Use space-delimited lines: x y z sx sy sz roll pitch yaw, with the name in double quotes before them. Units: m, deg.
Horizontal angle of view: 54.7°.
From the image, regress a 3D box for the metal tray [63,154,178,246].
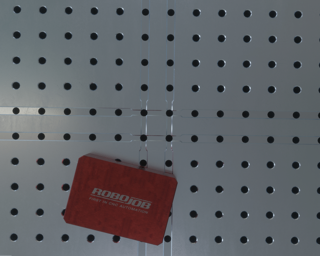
"metal tray" -0.050 0.093 0.411 0.131 0.030 0.089 14 90 0
